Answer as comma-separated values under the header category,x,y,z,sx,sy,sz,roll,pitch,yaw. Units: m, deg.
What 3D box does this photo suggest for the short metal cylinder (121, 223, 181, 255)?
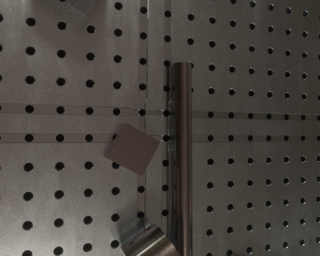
category,x,y,z,sx,sy,sz,roll,pitch,yaw
short metal cylinder,-0.006,0.167,0.383,0.050,0.080,0.080,-32,101,-17

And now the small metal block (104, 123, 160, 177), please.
category,x,y,z,sx,sy,sz,roll,pitch,yaw
small metal block,-0.036,0.028,0.400,0.050,0.025,0.050,31,80,-18

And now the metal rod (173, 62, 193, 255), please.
category,x,y,z,sx,sy,sz,roll,pitch,yaw
metal rod,0.032,0.061,0.425,0.025,0.025,0.298,0,90,-20

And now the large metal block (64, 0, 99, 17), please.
category,x,y,z,sx,sy,sz,roll,pitch,yaw
large metal block,-0.097,-0.182,0.348,0.080,0.080,0.050,31,80,-18
